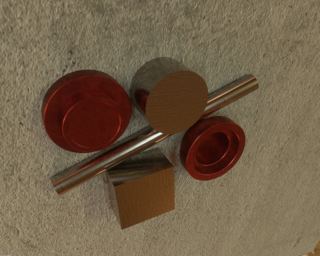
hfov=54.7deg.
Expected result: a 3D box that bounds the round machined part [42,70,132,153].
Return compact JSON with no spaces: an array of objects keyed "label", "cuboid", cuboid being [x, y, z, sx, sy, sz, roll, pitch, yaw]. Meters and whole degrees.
[{"label":"round machined part","cuboid":[-0.078,-0.012,0.347,0.099,0.042,0.097,-14,124,-21]}]

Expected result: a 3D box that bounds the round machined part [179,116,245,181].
[{"label":"round machined part","cuboid":[0.072,0.025,0.452,0.099,0.042,0.097,-14,124,-21]}]

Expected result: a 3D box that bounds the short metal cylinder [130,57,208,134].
[{"label":"short metal cylinder","cuboid":[0.010,-0.039,0.373,0.081,0.050,0.079,-14,124,-21]}]

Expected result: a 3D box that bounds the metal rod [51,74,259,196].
[{"label":"metal rod","cuboid":[0.002,0.004,0.413,0.302,0.025,0.025,-28,128,-11]}]

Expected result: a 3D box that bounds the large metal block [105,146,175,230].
[{"label":"large metal block","cuboid":[-0.027,0.082,0.429,0.081,0.050,0.079,-16,125,-19]}]
